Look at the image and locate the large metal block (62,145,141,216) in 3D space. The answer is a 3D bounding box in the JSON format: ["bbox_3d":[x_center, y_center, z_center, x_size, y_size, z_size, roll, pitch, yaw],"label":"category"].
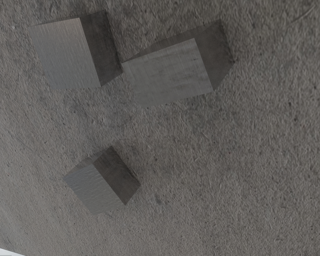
[{"bbox_3d":[-0.092,0.085,0.492,0.080,0.050,0.080,-26,104,37],"label":"large metal block"}]

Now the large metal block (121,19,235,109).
[{"bbox_3d":[0.022,-0.067,0.319,0.080,0.080,0.050,-11,113,33],"label":"large metal block"}]

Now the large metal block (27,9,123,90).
[{"bbox_3d":[-0.103,-0.096,0.386,0.080,0.050,0.080,1,119,27],"label":"large metal block"}]
